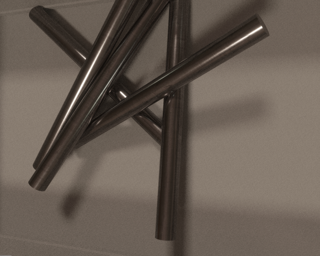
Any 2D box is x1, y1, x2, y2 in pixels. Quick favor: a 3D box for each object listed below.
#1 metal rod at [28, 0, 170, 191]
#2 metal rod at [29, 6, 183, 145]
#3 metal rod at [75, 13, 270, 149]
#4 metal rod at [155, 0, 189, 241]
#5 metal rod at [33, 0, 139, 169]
[{"bbox_3d":[-0.081,-0.046,0.408,0.025,0.025,0.299,35,93,16],"label":"metal rod"},{"bbox_3d":[-0.084,-0.075,0.439,0.300,0.025,0.025,44,103,14],"label":"metal rod"},{"bbox_3d":[-0.014,-0.040,0.376,0.299,0.025,0.025,-28,81,31],"label":"metal rod"},{"bbox_3d":[0.016,-0.018,0.383,0.025,0.025,0.298,1,82,19],"label":"metal rod"},{"bbox_3d":[-0.105,-0.057,0.421,0.025,0.025,0.298,39,111,15],"label":"metal rod"}]
